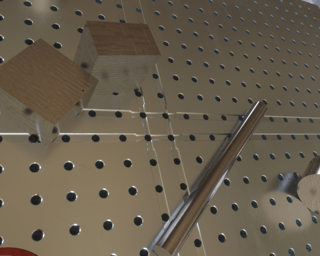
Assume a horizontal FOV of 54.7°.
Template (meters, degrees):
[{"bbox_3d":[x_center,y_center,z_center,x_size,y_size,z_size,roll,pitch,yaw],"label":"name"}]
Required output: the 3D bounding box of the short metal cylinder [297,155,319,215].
[{"bbox_3d":[0.252,0.086,0.456,0.080,0.080,0.050,47,51,4],"label":"short metal cylinder"}]

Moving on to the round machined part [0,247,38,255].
[{"bbox_3d":[-0.127,0.144,0.241,0.099,0.042,0.098,14,56,-21],"label":"round machined part"}]

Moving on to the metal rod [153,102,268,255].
[{"bbox_3d":[0.085,0.050,0.423,0.025,0.025,0.301,43,51,1],"label":"metal rod"}]

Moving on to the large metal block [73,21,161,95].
[{"bbox_3d":[-0.058,-0.086,0.394,0.081,0.080,0.050,-9,66,-32],"label":"large metal block"}]

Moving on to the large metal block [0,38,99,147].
[{"bbox_3d":[-0.130,-0.040,0.347,0.080,0.050,0.080,36,51,-4],"label":"large metal block"}]
